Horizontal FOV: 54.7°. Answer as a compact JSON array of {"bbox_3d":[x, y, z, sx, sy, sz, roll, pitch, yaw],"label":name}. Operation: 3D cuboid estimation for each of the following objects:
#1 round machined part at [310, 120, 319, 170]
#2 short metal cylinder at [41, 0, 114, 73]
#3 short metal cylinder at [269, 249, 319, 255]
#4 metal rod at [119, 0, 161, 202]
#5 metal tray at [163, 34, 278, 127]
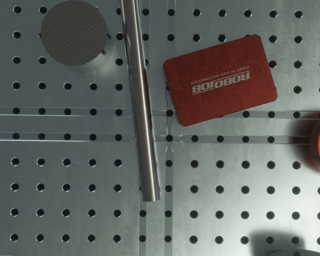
[{"bbox_3d":[0.245,0.022,0.407,0.099,0.042,0.097,0,90,0],"label":"round machined part"},{"bbox_3d":[-0.104,-0.115,0.400,0.081,0.050,0.080,0,90,0],"label":"short metal cylinder"},{"bbox_3d":[0.178,0.193,0.387,0.080,0.080,0.050,-7,90,0],"label":"short metal cylinder"},{"bbox_3d":[-0.028,-0.053,0.412,0.025,0.025,0.298,-7,90,0],"label":"metal rod"},{"bbox_3d":[0.078,-0.061,0.411,0.131,0.030,0.090,-16,90,0],"label":"metal tray"}]
